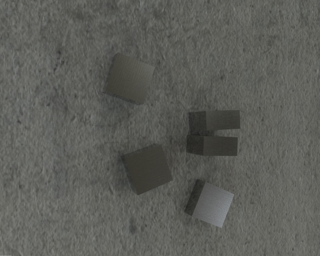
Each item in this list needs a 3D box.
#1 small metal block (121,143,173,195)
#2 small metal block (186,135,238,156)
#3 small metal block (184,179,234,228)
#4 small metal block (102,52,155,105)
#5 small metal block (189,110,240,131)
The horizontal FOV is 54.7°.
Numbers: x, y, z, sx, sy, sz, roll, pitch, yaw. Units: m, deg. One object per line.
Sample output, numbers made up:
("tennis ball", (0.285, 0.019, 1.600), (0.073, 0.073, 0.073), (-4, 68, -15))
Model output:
("small metal block", (-0.017, 0.053, 0.404), (0.050, 0.025, 0.050), (-20, 97, -19))
("small metal block", (0.070, 0.023, 0.423), (0.050, 0.050, 0.025), (2, 90, -20))
("small metal block", (0.069, 0.106, 0.436), (0.050, 0.025, 0.050), (26, 81, -19))
("small metal block", (-0.040, -0.061, 0.395), (0.050, 0.025, 0.050), (18, 84, -20))
("small metal block", (0.074, -0.011, 0.424), (0.050, 0.050, 0.025), (-3, 91, -20))
